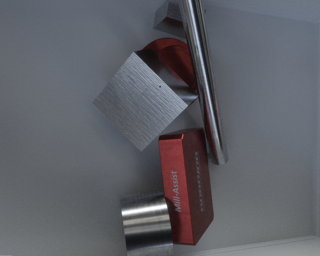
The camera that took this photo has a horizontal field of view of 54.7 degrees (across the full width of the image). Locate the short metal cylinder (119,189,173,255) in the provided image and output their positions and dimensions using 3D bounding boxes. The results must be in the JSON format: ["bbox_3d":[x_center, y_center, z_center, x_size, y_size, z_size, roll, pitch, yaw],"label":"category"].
[{"bbox_3d":[-0.019,0.117,0.372,0.050,0.080,0.079,-7,93,-10],"label":"short metal cylinder"}]

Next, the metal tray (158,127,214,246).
[{"bbox_3d":[0.036,0.068,0.393,0.090,0.030,0.129,-12,96,-65],"label":"metal tray"}]

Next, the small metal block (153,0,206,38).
[{"bbox_3d":[0.024,-0.143,0.407,0.050,0.050,0.025,11,87,-20],"label":"small metal block"}]

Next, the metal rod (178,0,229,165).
[{"bbox_3d":[0.050,-0.074,0.364,0.025,0.025,0.298,-29,125,-18],"label":"metal rod"}]

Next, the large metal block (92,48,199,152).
[{"bbox_3d":[-0.016,-0.034,0.361,0.080,0.050,0.080,45,116,1],"label":"large metal block"}]

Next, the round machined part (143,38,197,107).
[{"bbox_3d":[0.015,-0.070,0.408,0.099,0.042,0.097,0,90,-21],"label":"round machined part"}]
